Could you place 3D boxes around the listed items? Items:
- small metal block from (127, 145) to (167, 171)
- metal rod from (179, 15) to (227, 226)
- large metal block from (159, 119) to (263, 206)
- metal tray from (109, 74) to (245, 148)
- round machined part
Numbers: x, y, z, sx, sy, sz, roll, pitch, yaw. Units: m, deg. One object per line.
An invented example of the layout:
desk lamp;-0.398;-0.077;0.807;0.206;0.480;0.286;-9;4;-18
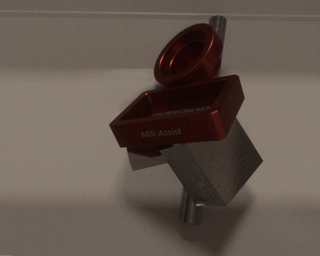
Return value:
small metal block;-0.013;0.031;0.385;0.050;0.050;0.025;-13;71;-5
metal rod;0.062;-0.024;0.419;0.025;0.025;0.299;10;70;3
large metal block;0.061;0.032;0.358;0.080;0.050;0.080;-39;100;-33
metal tray;0.019;-0.019;0.348;0.130;0.030;0.090;-6;28;32
round machined part;0.042;-0.088;0.415;0.098;0.042;0.098;-29;41;29
